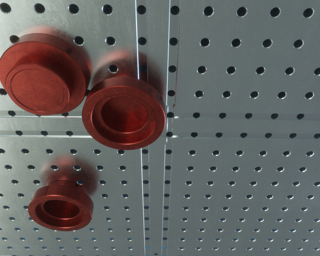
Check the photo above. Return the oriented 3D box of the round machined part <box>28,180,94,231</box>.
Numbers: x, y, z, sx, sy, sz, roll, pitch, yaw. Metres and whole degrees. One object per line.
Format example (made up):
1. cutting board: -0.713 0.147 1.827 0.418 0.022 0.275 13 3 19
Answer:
1. round machined part: -0.157 0.123 0.503 0.099 0.042 0.097 0 130 0

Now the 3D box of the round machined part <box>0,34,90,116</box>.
1. round machined part: -0.134 -0.053 0.354 0.099 0.042 0.097 0 130 0

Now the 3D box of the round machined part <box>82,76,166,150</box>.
1. round machined part: -0.042 -0.022 0.381 0.099 0.042 0.097 0 130 0
